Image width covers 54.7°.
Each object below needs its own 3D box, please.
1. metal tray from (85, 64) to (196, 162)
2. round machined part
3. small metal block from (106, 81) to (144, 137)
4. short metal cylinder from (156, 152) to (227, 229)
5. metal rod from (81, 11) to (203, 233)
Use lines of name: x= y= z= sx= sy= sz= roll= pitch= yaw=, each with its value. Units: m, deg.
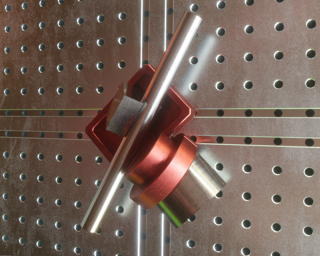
metal tray: x=-0.028 y=-0.009 z=0.418 sx=0.130 sy=0.030 sz=0.090 roll=-45 pitch=77 yaw=14
round machined part: x=-0.005 y=0.043 z=0.364 sx=0.042 sy=0.098 sz=0.098 roll=41 pitch=103 yaw=-7
small metal block: x=-0.046 y=-0.025 z=0.391 sx=0.025 sy=0.050 sz=0.050 roll=23 pitch=112 yaw=-20
short metal cylinder: x=0.032 y=0.074 z=0.370 sx=0.080 sy=0.080 sz=0.050 roll=-45 pitch=76 yaw=14
metal rod: x=-0.027 y=0.000 z=0.389 sx=0.025 sy=0.025 sz=0.298 roll=30 pitch=99 yaw=17
